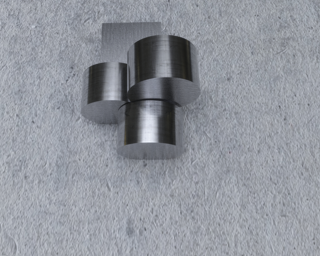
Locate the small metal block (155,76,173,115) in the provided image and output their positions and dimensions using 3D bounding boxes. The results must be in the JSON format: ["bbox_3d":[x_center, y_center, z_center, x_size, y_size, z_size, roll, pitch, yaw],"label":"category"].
[{"bbox_3d":[0.007,-0.036,0.412,0.025,0.050,0.050,1,70,0],"label":"small metal block"}]

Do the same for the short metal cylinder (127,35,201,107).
[{"bbox_3d":[0.003,-0.060,0.350,0.081,0.080,0.050,-2,70,-1],"label":"short metal cylinder"}]

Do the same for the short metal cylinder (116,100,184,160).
[{"bbox_3d":[-0.012,0.005,0.379,0.081,0.080,0.050,0,70,0],"label":"short metal cylinder"}]

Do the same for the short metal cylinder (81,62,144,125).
[{"bbox_3d":[-0.058,-0.041,0.396,0.081,0.080,0.050,-2,70,-1],"label":"short metal cylinder"}]

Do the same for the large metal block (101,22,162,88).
[{"bbox_3d":[-0.038,-0.098,0.433,0.081,0.050,0.080,-2,70,-1],"label":"large metal block"}]
